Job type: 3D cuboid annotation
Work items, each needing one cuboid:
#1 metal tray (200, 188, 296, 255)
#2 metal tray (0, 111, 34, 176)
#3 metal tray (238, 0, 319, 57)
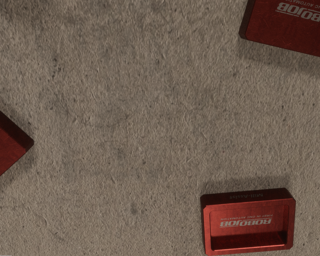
[{"bbox_3d":[0.129,0.140,0.460,0.131,0.030,0.089,-5,110,1],"label":"metal tray"},{"bbox_3d":[-0.250,0.034,0.416,0.130,0.030,0.090,-39,106,13],"label":"metal tray"},{"bbox_3d":[0.169,-0.135,0.360,0.131,0.030,0.089,12,110,-5],"label":"metal tray"}]
